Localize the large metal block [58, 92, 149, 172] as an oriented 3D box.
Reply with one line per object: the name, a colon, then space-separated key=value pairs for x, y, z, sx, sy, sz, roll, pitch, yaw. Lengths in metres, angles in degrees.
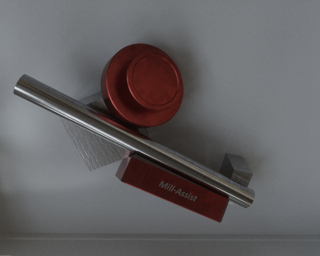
large metal block: x=-0.067 y=-0.002 z=0.394 sx=0.080 sy=0.050 sz=0.080 roll=-21 pitch=109 yaw=7

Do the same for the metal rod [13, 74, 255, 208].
metal rod: x=-0.020 y=0.021 z=0.362 sx=0.301 sy=0.025 sz=0.025 roll=27 pitch=108 yaw=-10

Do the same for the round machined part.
round machined part: x=-0.014 y=-0.050 z=0.354 sx=0.099 sy=0.042 sz=0.097 roll=4 pitch=82 yaw=-28

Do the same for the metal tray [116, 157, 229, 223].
metal tray: x=0.011 y=0.076 z=0.400 sx=0.131 sy=0.090 sz=0.030 roll=25 pitch=81 yaw=-10

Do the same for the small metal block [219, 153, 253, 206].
small metal block: x=0.099 y=0.069 z=0.423 sx=0.025 sy=0.050 sz=0.050 roll=14 pitch=110 yaw=-5
